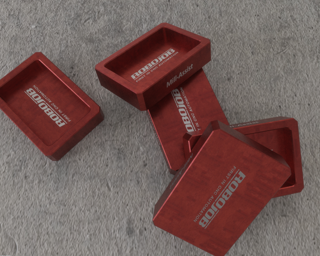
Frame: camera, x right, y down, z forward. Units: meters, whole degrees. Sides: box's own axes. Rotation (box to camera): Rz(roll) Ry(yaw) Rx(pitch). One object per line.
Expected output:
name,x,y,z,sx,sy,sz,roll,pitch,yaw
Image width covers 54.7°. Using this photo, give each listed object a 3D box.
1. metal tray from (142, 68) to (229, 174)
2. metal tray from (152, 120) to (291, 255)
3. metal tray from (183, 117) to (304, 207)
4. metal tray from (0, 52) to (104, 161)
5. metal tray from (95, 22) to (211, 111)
metal tray,0.035,-0.014,0.410,0.091,0.030,0.130,-19,71,-7
metal tray,0.062,0.068,0.332,0.090,0.030,0.129,29,109,-6
metal tray,0.099,0.041,0.366,0.131,0.030,0.089,-10,97,-8
metal tray,-0.152,-0.031,0.415,0.130,0.030,0.090,42,75,13
metal tray,-0.007,-0.086,0.408,0.131,0.030,0.090,-40,53,-24
